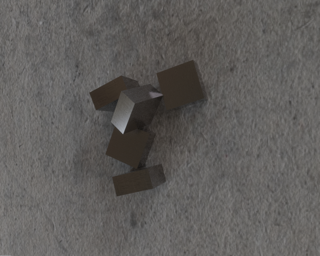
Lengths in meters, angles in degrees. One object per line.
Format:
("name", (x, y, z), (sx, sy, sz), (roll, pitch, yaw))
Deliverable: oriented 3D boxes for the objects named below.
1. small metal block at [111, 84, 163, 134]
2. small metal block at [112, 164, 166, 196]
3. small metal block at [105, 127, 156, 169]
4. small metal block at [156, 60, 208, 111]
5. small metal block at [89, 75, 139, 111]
("small metal block", (-0.029, -0.025, 0.394), (0.025, 0.050, 0.050), (43, 130, 23))
("small metal block", (-0.026, 0.067, 0.404), (0.050, 0.050, 0.025), (-16, 85, 19))
("small metal block", (-0.040, 0.021, 0.422), (0.050, 0.025, 0.050), (22, 97, 18))
("small metal block", (0.029, -0.053, 0.398), (0.050, 0.025, 0.050), (-17, 84, 18))
("small metal block", (-0.057, -0.044, 0.415), (0.050, 0.050, 0.025), (-25, 82, 18))
